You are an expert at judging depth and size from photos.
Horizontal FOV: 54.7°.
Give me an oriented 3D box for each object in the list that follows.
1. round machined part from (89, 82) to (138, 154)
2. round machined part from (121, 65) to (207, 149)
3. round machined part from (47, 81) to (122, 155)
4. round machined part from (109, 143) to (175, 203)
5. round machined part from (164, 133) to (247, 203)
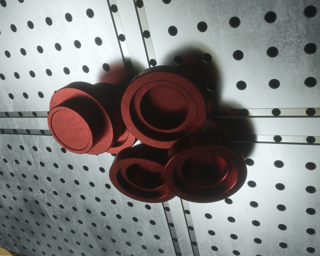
[{"bbox_3d":[-0.065,-0.017,0.422,0.098,0.042,0.097,13,124,20],"label":"round machined part"},{"bbox_3d":[0.006,-0.027,0.367,0.099,0.042,0.097,4,119,7],"label":"round machined part"},{"bbox_3d":[-0.102,-0.006,0.393,0.098,0.042,0.097,13,124,20],"label":"round machined part"},{"bbox_3d":[-0.018,0.059,0.433,0.099,0.042,0.097,7,133,8],"label":"round machined part"},{"bbox_3d":[0.054,0.045,0.383,0.099,0.042,0.097,1,127,1],"label":"round machined part"}]
